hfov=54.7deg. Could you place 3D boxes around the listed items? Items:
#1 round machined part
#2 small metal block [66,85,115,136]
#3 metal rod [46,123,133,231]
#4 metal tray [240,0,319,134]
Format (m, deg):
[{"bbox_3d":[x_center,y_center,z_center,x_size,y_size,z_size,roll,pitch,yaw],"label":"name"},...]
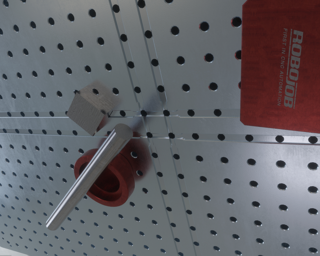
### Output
[{"bbox_3d":[-0.083,0.073,0.489,0.098,0.042,0.097,13,124,21],"label":"round machined part"},{"bbox_3d":[-0.102,-0.024,0.450,0.050,0.025,0.050,39,129,1],"label":"small metal block"},{"bbox_3d":[-0.121,0.091,0.476,0.025,0.025,0.298,41,129,0],"label":"metal rod"},{"bbox_3d":[0.128,-0.061,0.303,0.090,0.030,0.129,7,122,24],"label":"metal tray"}]
